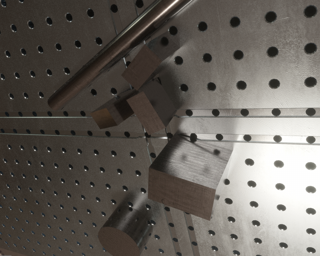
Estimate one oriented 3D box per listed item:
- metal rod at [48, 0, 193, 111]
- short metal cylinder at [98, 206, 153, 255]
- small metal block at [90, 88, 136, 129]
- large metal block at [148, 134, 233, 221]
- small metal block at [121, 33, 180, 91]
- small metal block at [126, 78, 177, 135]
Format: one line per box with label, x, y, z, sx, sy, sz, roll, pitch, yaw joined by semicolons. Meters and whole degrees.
metal rod;-0.054;-0.095;0.379;0.299;0.025;0.025;-29;103;37
short metal cylinder;-0.059;0.184;0.538;0.080;0.050;0.079;13;124;20
small metal block;-0.054;-0.025;0.397;0.050;0.050;0.025;-10;115;55
large metal block;0.039;0.058;0.390;0.080;0.080;0.050;16;125;19
small metal block;-0.010;-0.076;0.352;0.025;0.050;0.050;44;129;-3
small metal block;-0.008;-0.027;0.380;0.025;0.050;0.050;-24;106;28
